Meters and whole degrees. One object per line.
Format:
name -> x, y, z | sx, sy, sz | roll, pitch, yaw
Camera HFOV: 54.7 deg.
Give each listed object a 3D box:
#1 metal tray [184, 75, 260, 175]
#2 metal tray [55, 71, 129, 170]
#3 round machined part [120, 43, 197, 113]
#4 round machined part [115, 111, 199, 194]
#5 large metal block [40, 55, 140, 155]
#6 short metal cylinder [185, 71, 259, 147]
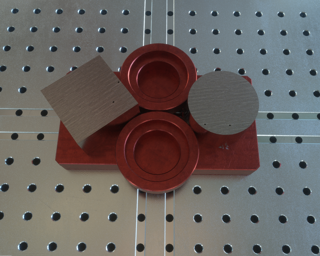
metal tray -> 0.077, -0.006, 0.409 | 0.091, 0.030, 0.130 | 1, 70, 0
metal tray -> -0.082, -0.012, 0.412 | 0.091, 0.030, 0.130 | 1, 70, -1
round machined part -> -0.002, -0.061, 0.415 | 0.099, 0.042, 0.098 | 0, 70, 0
round machined part -> -0.003, 0.032, 0.381 | 0.099, 0.042, 0.098 | 0, 70, 0
large metal block -> -0.081, -0.027, 0.376 | 0.080, 0.050, 0.080 | -35, 74, -12
short metal cylinder -> 0.072, -0.022, 0.374 | 0.081, 0.050, 0.080 | 0, 70, 0
